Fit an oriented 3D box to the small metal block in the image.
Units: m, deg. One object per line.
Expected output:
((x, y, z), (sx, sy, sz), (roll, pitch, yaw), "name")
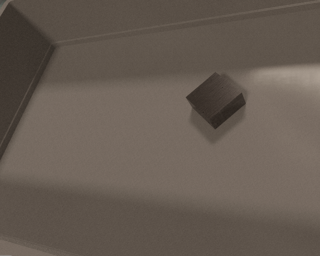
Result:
((0.070, -0.035, 0.390), (0.050, 0.025, 0.050), (-40, 51, 0), "small metal block")
